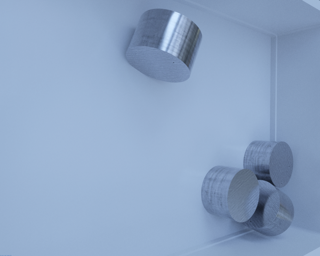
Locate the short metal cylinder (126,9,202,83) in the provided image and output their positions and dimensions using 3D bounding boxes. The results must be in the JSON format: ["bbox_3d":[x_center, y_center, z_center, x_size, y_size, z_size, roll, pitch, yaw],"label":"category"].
[{"bbox_3d":[0.005,-0.097,0.375,0.080,0.080,0.050,30,72,-36],"label":"short metal cylinder"}]

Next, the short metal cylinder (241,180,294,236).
[{"bbox_3d":[0.173,0.133,0.516,0.050,0.080,0.080,34,69,-35],"label":"short metal cylinder"}]

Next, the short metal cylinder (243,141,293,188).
[{"bbox_3d":[0.194,0.063,0.553,0.081,0.050,0.080,0,90,-40],"label":"short metal cylinder"}]

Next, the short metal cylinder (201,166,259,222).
[{"bbox_3d":[0.110,0.101,0.483,0.081,0.050,0.080,0,90,-40],"label":"short metal cylinder"}]
